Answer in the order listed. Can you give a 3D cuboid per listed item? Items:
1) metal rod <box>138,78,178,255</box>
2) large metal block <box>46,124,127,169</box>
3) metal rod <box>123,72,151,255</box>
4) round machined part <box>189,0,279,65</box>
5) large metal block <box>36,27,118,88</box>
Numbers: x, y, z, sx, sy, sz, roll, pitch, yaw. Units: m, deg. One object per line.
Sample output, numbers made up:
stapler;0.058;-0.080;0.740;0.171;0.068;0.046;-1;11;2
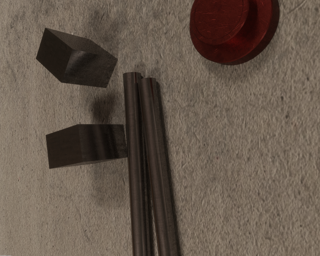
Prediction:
metal rod;0.001;0.083;0.402;0.025;0.025;0.298;-12;83;39
large metal block;-0.107;0.027;0.455;0.080;0.081;0.050;-14;81;39
metal rod;-0.031;0.073;0.427;0.025;0.025;0.298;-6;86;39
round machined part;0.072;-0.120;0.333;0.098;0.042;0.097;0;90;39
large metal block;-0.126;-0.105;0.470;0.080;0.081;0.050;39;114;32
